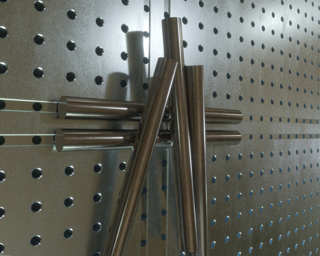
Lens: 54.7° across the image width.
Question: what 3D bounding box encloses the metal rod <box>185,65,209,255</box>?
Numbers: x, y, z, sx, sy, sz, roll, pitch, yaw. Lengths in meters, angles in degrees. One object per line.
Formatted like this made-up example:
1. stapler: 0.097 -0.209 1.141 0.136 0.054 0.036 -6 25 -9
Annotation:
1. metal rod: 0.052 0.065 0.431 0.025 0.025 0.298 -14 106 -40

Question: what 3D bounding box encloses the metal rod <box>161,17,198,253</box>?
1. metal rod: 0.026 0.012 0.401 0.025 0.025 0.298 -8 95 -40

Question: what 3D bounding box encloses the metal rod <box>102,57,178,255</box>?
1. metal rod: -0.030 0.063 0.362 0.025 0.025 0.299 19 85 -39

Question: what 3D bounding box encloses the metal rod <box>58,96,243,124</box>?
1. metal rod: 0.013 -0.020 0.423 0.302 0.025 0.025 1 90 -40

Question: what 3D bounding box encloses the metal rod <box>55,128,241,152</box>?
1. metal rod: 0.010 0.014 0.420 0.302 0.025 0.025 1 90 -40
